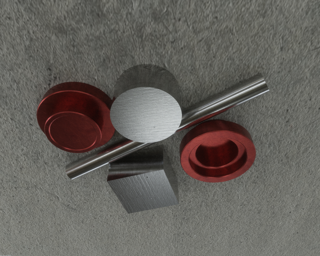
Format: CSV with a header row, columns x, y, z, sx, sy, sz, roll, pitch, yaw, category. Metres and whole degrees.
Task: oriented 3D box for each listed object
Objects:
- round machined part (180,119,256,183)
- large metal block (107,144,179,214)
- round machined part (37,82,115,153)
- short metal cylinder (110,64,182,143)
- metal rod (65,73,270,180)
x,y,z,sx,sy,sz,roll,pitch,yaw,category
0.076,0.027,0.421,0.099,0.042,0.097,0,130,0,round machined part
-0.022,0.076,0.458,0.080,0.050,0.080,-13,129,11,large metal block
-0.105,-0.006,0.391,0.099,0.042,0.097,0,130,0,round machined part
-0.016,-0.029,0.367,0.081,0.050,0.079,0,130,0,short metal cylinder
-0.004,0.006,0.414,0.300,0.025,0.025,-25,126,19,metal rod
